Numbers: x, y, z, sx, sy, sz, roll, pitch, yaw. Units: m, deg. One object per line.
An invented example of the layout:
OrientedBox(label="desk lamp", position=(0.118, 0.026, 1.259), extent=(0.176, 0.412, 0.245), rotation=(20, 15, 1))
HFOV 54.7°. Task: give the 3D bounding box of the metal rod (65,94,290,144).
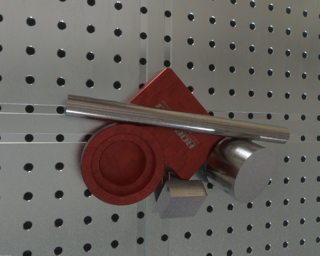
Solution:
OrientedBox(label="metal rod", position=(0.037, -0.007, 0.394), extent=(0.302, 0.025, 0.025), rotation=(7, 88, -20))

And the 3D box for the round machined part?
OrientedBox(label="round machined part", position=(-0.047, 0.041, 0.382), extent=(0.099, 0.042, 0.097), rotation=(-2, 97, -15))

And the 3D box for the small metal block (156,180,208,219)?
OrientedBox(label="small metal block", position=(0.028, 0.094, 0.410), extent=(0.050, 0.025, 0.050), rotation=(3, 132, -21))

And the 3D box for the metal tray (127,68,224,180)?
OrientedBox(label="metal tray", position=(0.018, -0.004, 0.419), extent=(0.090, 0.030, 0.130), rotation=(-45, 105, -15))

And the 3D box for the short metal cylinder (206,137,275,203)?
OrientedBox(label="short metal cylinder", position=(0.111, 0.055, 0.426), extent=(0.081, 0.050, 0.079), rotation=(-16, 118, -32))
